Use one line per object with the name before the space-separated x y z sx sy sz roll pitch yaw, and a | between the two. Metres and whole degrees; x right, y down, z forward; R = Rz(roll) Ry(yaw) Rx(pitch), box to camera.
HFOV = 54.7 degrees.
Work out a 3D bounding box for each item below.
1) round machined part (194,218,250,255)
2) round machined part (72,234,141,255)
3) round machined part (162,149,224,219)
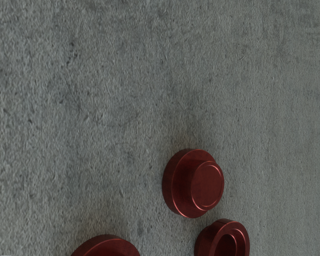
round machined part | 0.090 0.186 0.469 0.099 0.042 0.097 0 90 -40
round machined part | -0.058 0.174 0.346 0.099 0.042 0.097 0 90 -40
round machined part | 0.053 0.079 0.438 0.099 0.042 0.097 0 90 -40
